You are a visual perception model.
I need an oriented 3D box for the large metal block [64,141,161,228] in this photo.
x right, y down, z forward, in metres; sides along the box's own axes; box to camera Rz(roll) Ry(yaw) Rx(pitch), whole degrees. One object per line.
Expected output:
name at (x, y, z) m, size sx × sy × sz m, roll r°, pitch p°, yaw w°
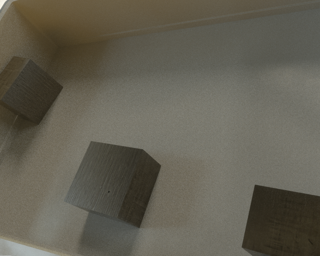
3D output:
large metal block at (-0.056, 0.067, 0.378) m, size 0.080 × 0.050 × 0.080 m, roll 6°, pitch 65°, yaw 31°

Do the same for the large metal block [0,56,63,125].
large metal block at (-0.229, -0.064, 0.530) m, size 0.050 × 0.080 × 0.080 m, roll 16°, pitch 70°, yaw 34°

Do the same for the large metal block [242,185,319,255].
large metal block at (0.120, 0.090, 0.252) m, size 0.080 × 0.080 × 0.050 m, roll 6°, pitch 65°, yaw 31°
